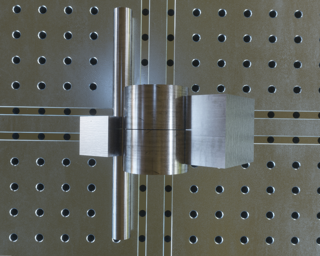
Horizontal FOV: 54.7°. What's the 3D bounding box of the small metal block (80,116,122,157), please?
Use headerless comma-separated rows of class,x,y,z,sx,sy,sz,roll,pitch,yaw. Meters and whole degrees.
small metal block,-0.076,0.010,0.398,0.050,0.025,0.050,0,89,34

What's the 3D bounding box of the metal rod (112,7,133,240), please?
metal rod,-0.050,-0.006,0.408,0.025,0.025,0.298,0,90,0

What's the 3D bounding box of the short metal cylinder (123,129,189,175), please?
short metal cylinder,-0.004,0.027,0.382,0.081,0.080,0.050,1,90,0

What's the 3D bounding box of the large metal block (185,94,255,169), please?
large metal block,0.075,0.003,0.375,0.050,0.081,0.079,1,91,38

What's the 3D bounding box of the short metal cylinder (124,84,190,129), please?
short metal cylinder,-0.004,-0.024,0.382,0.081,0.080,0.050,1,90,0
